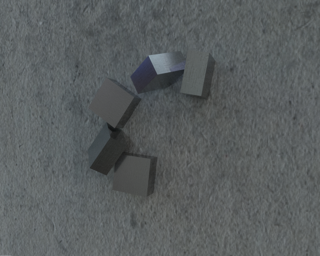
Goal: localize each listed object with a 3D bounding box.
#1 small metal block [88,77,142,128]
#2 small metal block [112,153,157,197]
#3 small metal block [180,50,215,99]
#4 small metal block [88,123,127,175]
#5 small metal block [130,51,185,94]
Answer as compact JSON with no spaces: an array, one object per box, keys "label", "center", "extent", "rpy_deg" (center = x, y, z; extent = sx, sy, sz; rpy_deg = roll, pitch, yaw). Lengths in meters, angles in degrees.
[{"label":"small metal block","center":[-0.063,-0.034,0.430],"extent":[0.050,0.025,0.050],"rpy_deg":[36,101,16]},{"label":"small metal block","center":[-0.034,0.062,0.420],"extent":[0.050,0.025,0.050],"rpy_deg":[7,92,19]},{"label":"small metal block","center":[0.047,-0.063,0.378],"extent":[0.025,0.050,0.050],"rpy_deg":[11,94,17]},{"label":"small metal block","center":[-0.072,0.027,0.418],"extent":[0.025,0.050,0.050],"rpy_deg":[30,103,-25]},{"label":"small metal block","center":[-0.001,-0.069,0.385],"extent":[0.050,0.050,0.025],"rpy_deg":[-36,76,53]}]
